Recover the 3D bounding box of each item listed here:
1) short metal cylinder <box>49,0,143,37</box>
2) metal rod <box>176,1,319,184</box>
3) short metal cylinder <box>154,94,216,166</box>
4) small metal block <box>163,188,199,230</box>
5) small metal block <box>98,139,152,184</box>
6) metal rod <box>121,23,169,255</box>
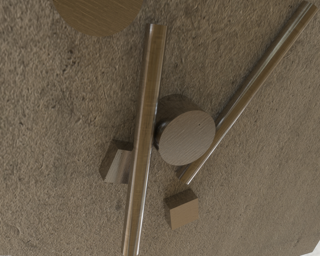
[{"bbox_3d":[-0.061,-0.128,0.278,0.081,0.050,0.079,-14,124,-21],"label":"short metal cylinder"},{"bbox_3d":[0.118,-0.043,0.444,0.025,0.025,0.299,26,104,-37],"label":"metal rod"},{"bbox_3d":[0.025,0.002,0.405,0.081,0.050,0.079,-14,124,-21],"label":"short metal cylinder"},{"bbox_3d":[0.035,0.133,0.508,0.050,0.025,0.050,-18,126,-18],"label":"small metal block"},{"bbox_3d":[-0.046,0.046,0.410,0.050,0.025,0.050,13,112,-34],"label":"small metal block"},{"bbox_3d":[-0.022,0.028,0.381,0.025,0.025,0.298,-2,110,-28],"label":"metal rod"}]
